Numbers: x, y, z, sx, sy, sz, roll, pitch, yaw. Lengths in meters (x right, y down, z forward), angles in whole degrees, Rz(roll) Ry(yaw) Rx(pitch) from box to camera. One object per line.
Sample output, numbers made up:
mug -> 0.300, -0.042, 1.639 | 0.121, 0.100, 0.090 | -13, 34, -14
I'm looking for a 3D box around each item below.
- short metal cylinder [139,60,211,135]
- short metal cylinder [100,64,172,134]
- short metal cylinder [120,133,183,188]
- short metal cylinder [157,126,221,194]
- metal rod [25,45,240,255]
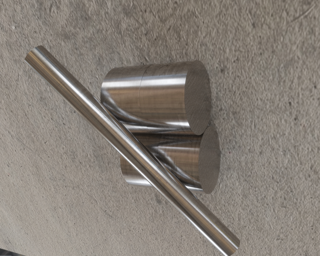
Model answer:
short metal cylinder -> 0.020, -0.032, 0.343 | 0.050, 0.080, 0.080 | 1, 119, 28
short metal cylinder -> -0.025, -0.033, 0.365 | 0.050, 0.080, 0.080 | 1, 119, 28
short metal cylinder -> -0.007, 0.037, 0.400 | 0.050, 0.080, 0.080 | 1, 119, 28
short metal cylinder -> 0.037, 0.037, 0.376 | 0.050, 0.080, 0.080 | 1, 119, 28
metal rod -> -0.026, 0.028, 0.336 | 0.300, 0.025, 0.025 | 45, 129, -4
